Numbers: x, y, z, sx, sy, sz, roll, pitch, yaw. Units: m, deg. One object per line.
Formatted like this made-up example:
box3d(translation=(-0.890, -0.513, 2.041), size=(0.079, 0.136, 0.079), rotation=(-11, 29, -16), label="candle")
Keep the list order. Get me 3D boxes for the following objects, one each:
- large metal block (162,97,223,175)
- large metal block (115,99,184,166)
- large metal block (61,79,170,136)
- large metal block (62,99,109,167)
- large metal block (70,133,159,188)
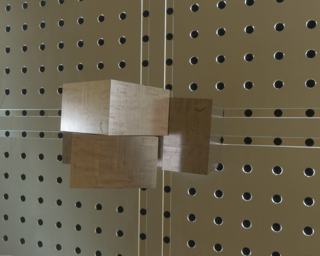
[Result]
box3d(translation=(0.042, 0.008, 0.368), size=(0.050, 0.080, 0.079), rotation=(4, 92, 20), label="large metal block")
box3d(translation=(-0.015, 0.005, 0.401), size=(0.080, 0.050, 0.079), rotation=(3, 91, 19), label="large metal block")
box3d(translation=(-0.047, -0.019, 0.331), size=(0.080, 0.081, 0.050), rotation=(3, 91, 42), label="large metal block")
box3d(translation=(-0.082, 0.005, 0.411), size=(0.050, 0.080, 0.079), rotation=(2, 91, 20), label="large metal block")
box3d(translation=(-0.051, 0.031, 0.329), size=(0.081, 0.080, 0.050), rotation=(3, 91, -14), label="large metal block")
